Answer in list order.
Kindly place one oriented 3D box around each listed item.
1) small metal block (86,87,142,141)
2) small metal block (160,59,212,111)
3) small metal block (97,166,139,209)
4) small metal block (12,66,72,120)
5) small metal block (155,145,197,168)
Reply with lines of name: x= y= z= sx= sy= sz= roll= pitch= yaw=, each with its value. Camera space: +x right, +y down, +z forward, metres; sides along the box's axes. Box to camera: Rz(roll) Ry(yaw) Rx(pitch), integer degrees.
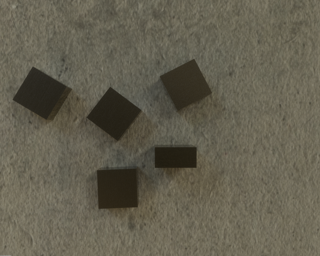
small metal block: x=-0.059 y=-0.018 z=0.409 sx=0.050 sy=0.025 sz=0.050 roll=37 pitch=90 yaw=-1
small metal block: x=0.033 y=-0.056 z=0.410 sx=0.050 sy=0.025 sz=0.050 roll=-27 pitch=90 yaw=-1
small metal block: x=-0.055 y=0.078 z=0.409 sx=0.050 sy=0.025 sz=0.050 roll=-2 pitch=90 yaw=-1
small metal block: x=-0.154 y=-0.045 z=0.408 sx=0.050 sy=0.025 sz=0.050 roll=31 pitch=90 yaw=-1
small metal block: x=0.019 y=0.035 z=0.398 sx=0.050 sy=0.050 sz=0.025 roll=0 pitch=90 yaw=-1
